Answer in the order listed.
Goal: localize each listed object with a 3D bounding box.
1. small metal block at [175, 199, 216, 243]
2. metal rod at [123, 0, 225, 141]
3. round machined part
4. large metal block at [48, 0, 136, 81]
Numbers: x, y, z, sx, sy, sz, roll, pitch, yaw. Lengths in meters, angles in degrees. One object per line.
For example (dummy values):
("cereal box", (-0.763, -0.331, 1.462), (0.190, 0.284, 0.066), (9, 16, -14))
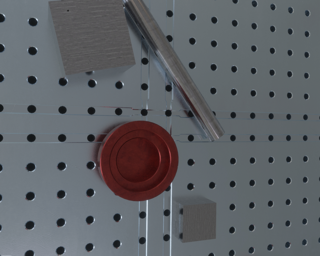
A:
("small metal block", (0.050, 0.128, 0.431), (0.050, 0.025, 0.050), (1, 90, -20))
("metal rod", (0.000, -0.110, 0.412), (0.025, 0.025, 0.299), (-37, 102, -16))
("round machined part", (-0.030, 0.040, 0.393), (0.099, 0.042, 0.097), (0, 90, -20))
("large metal block", (-0.082, -0.105, 0.369), (0.081, 0.050, 0.080), (-14, 95, -20))
